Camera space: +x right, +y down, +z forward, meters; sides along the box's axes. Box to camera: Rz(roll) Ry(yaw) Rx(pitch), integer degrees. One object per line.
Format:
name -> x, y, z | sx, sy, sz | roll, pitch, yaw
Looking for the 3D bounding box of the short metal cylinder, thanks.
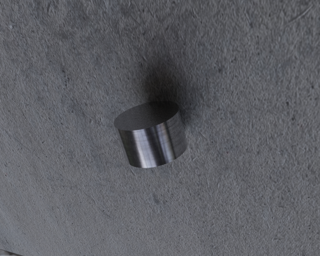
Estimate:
short metal cylinder -> -0.011, 0.006, 0.381 | 0.080, 0.080, 0.050 | -1, 118, 28
